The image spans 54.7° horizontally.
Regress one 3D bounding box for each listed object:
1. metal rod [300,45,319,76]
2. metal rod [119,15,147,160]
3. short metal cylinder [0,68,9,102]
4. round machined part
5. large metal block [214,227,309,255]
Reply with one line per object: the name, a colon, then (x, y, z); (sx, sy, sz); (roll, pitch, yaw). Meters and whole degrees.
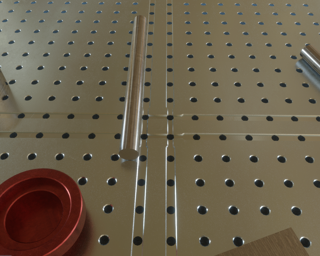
metal rod: (0.292, -0.019, 0.425); (0.025, 0.025, 0.300); (-14, 51, -12)
metal rod: (-0.037, -0.082, 0.476); (0.025, 0.025, 0.300); (0, 50, 0)
short metal cylinder: (-0.270, -0.068, 0.447); (0.080, 0.050, 0.080); (0, 50, 0)
round machined part: (-0.126, 0.094, 0.317); (0.099, 0.042, 0.098); (0, 50, 0)
large metal block: (0.095, 0.146, 0.270); (0.081, 0.050, 0.080); (-15, 52, -12)
